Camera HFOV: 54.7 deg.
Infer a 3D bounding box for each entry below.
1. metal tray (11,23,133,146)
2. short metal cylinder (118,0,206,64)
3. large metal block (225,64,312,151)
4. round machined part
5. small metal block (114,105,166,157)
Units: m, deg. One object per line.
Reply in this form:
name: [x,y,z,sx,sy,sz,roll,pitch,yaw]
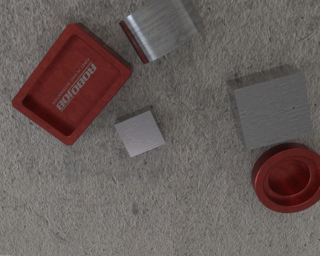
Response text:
metal tray: [-0.108,-0.052,0.386,0.090,0.030,0.130,39,105,-13]
short metal cylinder: [0.002,-0.113,0.339,0.080,0.080,0.050,-29,108,10]
large metal block: [0.135,-0.027,0.388,0.080,0.050,0.080,-15,110,5]
round machined part: [0.174,0.064,0.426,0.099,0.042,0.097,0,110,0]
small metal block: [-0.026,0.004,0.411,0.050,0.025,0.050,-22,109,8]
